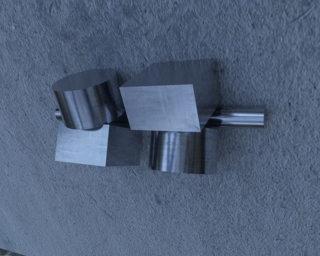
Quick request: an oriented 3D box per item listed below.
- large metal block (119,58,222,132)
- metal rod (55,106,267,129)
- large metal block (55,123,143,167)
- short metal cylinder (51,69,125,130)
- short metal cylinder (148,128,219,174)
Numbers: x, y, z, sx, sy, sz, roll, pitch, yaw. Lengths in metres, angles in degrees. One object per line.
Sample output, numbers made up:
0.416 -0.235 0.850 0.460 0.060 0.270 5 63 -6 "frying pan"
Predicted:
0.016 -0.038 0.340 0.080 0.080 0.050 2 119 27 "large metal block"
-0.018 -0.017 0.409 0.300 0.025 0.025 2 120 27 "metal rod"
-0.081 0.023 0.422 0.080 0.080 0.050 2 86 26 "large metal block"
-0.090 -0.039 0.396 0.080 0.080 0.050 4 120 26 "short metal cylinder"
0.028 0.026 0.366 0.080 0.080 0.050 2 85 27 "short metal cylinder"
